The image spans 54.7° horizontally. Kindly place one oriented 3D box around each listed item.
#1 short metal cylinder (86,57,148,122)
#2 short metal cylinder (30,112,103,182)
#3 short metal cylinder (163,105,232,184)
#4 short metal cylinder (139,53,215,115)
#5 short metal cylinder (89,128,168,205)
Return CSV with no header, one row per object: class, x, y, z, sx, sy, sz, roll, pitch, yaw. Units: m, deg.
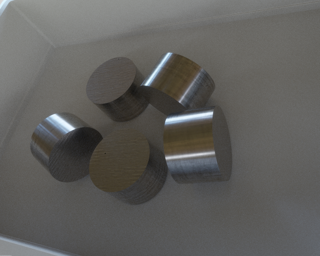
short metal cylinder,-0.059,-0.056,0.451,0.080,0.050,0.080,-13,56,20
short metal cylinder,-0.123,0.025,0.415,0.050,0.080,0.080,30,78,37
short metal cylinder,0.043,0.019,0.333,0.050,0.080,0.080,-9,58,23
short metal cylinder,0.021,-0.048,0.387,0.080,0.080,0.050,24,75,36
short metal cylinder,-0.038,0.047,0.377,0.080,0.050,0.080,-13,56,20
